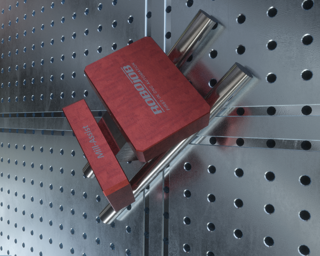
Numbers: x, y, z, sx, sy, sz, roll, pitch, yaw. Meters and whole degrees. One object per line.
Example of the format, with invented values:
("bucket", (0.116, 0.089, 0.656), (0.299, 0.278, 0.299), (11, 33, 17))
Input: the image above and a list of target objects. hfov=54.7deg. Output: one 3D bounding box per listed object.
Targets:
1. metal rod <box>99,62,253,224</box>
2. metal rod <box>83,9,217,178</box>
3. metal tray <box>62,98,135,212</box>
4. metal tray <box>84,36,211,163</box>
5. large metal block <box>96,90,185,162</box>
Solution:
("metal rod", (0.005, 0.037, 0.404), (0.299, 0.025, 0.025), (-49, 61, 28))
("metal rod", (-0.029, -0.030, 0.431), (0.298, 0.025, 0.025), (-50, 61, 28))
("metal tray", (-0.078, 0.036, 0.401), (0.130, 0.030, 0.090), (57, 166, 24))
("metal tray", (-0.016, -0.037, 0.350), (0.090, 0.030, 0.130), (-30, 64, -12))
("large metal block", (-0.025, -0.003, 0.392), (0.080, 0.081, 0.050), (-49, 61, 28))
